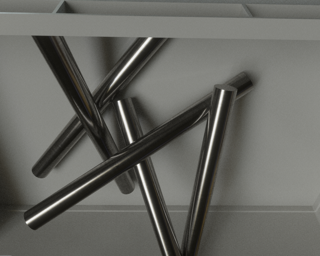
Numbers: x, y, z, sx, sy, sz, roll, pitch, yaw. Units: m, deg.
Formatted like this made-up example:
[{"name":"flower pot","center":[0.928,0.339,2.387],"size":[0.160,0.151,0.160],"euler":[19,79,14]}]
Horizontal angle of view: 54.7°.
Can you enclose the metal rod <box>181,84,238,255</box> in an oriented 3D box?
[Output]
[{"name":"metal rod","center":[0.051,0.093,0.388],"size":[0.025,0.025,0.298],"euler":[6,113,-6]}]

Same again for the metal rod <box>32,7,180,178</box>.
[{"name":"metal rod","center":[-0.084,-0.025,0.386],"size":[0.025,0.025,0.299],"euler":[32,123,-25]}]

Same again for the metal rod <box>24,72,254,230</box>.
[{"name":"metal rod","center":[-0.024,0.026,0.363],"size":[0.301,0.025,0.025],"euler":[-33,126,-1]}]

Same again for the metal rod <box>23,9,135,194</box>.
[{"name":"metal rod","center":[-0.078,0.000,0.375],"size":[0.025,0.025,0.299],"euler":[-8,140,6]}]

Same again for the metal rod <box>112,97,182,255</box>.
[{"name":"metal rod","center":[-0.003,0.107,0.397],"size":[0.025,0.025,0.298],"euler":[-16,96,13]}]
